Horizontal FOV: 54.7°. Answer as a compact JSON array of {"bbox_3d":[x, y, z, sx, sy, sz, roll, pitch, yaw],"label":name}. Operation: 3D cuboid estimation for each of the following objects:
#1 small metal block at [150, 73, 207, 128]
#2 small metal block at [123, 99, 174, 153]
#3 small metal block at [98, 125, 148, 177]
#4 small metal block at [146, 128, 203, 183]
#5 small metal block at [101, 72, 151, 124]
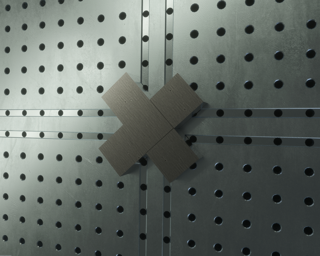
[{"bbox_3d":[0.024,-0.035,0.403,0.050,0.025,0.050,-43,77,14],"label":"small metal block"},{"bbox_3d":[-0.012,-0.002,0.415,0.050,0.025,0.050,-43,77,14],"label":"small metal block"},{"bbox_3d":[-0.047,0.031,0.428,0.050,0.025,0.050,-43,77,14],"label":"small metal block"},{"bbox_3d":[0.019,0.035,0.405,0.050,0.025,0.050,-42,77,14],"label":"small metal block"},{"bbox_3d":[-0.043,-0.040,0.427,0.050,0.025,0.050,-42,77,14],"label":"small metal block"}]
